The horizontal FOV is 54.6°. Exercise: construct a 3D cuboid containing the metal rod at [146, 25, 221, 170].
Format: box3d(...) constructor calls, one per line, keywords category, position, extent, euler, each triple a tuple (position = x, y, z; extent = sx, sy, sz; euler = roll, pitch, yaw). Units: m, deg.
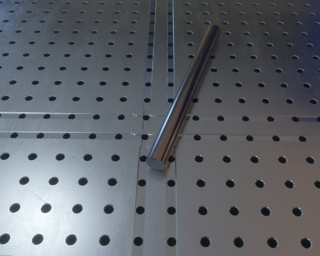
box3d(category="metal rod", position=(0.045, -0.065, 0.462), extent=(0.025, 0.025, 0.301), euler=(15, 52, 13))
